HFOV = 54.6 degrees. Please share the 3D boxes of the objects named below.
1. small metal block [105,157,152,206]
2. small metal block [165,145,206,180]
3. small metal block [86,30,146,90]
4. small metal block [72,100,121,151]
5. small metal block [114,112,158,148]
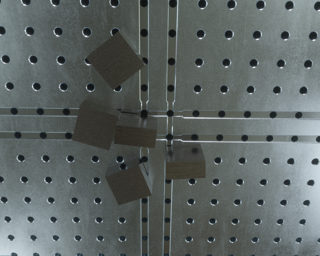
[{"bbox_3d":[-0.043,0.076,0.441,0.050,0.025,0.050,-19,109,6],"label":"small metal block"},{"bbox_3d":[0.033,0.045,0.417,0.050,0.050,0.025,-3,110,1],"label":"small metal block"},{"bbox_3d":[-0.053,-0.084,0.382,0.050,0.025,0.050,-36,106,12],"label":"small metal block"},{"bbox_3d":[-0.084,-0.004,0.411,0.050,0.025,0.050,16,109,-6],"label":"small metal block"},{"bbox_3d":[-0.030,0.002,0.401,0.050,0.050,0.025,7,110,-3],"label":"small metal block"}]
